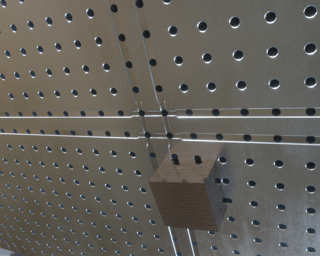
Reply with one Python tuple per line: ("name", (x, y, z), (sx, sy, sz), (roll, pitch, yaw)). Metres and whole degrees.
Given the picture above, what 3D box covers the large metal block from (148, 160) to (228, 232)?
("large metal block", (0.041, 0.092, 0.429), (0.080, 0.050, 0.080), (-4, 117, 30))
